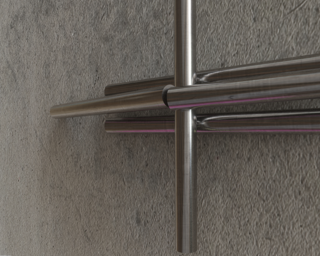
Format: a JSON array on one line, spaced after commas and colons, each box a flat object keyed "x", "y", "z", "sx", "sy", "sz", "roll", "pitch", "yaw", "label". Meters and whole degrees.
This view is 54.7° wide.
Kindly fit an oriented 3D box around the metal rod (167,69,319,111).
[{"x": 0.144, "y": -0.038, "z": 0.254, "sx": 0.300, "sy": 0.025, "sz": 0.025, "roll": -3, "pitch": 88, "yaw": 29, "label": "metal rod"}]

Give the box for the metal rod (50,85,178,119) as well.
[{"x": -0.087, "y": -0.031, "z": 0.443, "sx": 0.300, "sy": 0.025, "sz": 0.025, "roll": -2, "pitch": 89, "yaw": 49, "label": "metal rod"}]

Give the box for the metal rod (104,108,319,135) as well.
[{"x": 0.043, "y": -0.005, "z": 0.369, "sx": 0.300, "sy": 0.025, "sz": 0.025, "roll": -1, "pitch": 90, "yaw": 39, "label": "metal rod"}]

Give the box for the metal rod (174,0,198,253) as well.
[{"x": 0.029, "y": -0.013, "z": 0.348, "sx": 0.025, "sy": 0.025, "sz": 0.298, "roll": -1, "pitch": 90, "yaw": 39, "label": "metal rod"}]

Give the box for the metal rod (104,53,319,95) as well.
[{"x": 0.043, "y": -0.055, "z": 0.369, "sx": 0.300, "sy": 0.025, "sz": 0.025, "roll": -1, "pitch": 90, "yaw": 39, "label": "metal rod"}]
